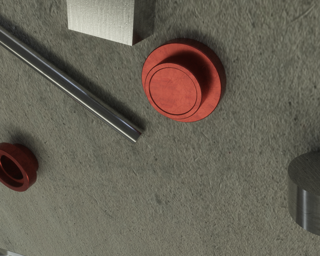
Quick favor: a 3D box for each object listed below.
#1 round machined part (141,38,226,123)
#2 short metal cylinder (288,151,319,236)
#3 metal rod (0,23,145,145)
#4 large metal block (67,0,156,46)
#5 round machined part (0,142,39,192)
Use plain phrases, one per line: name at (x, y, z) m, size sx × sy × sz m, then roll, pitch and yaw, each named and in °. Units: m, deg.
round machined part at (0.022, -0.049, 0.354) m, size 0.098 × 0.042 × 0.097 m, roll 13°, pitch 124°, yaw 21°
short metal cylinder at (0.175, 0.066, 0.320) m, size 0.080 × 0.080 × 0.050 m, roll 3°, pitch 120°, yaw 27°
metal rod at (-0.149, -0.075, 0.438) m, size 0.300 × 0.025 × 0.025 m, roll 36°, pitch 129°, yaw 3°
large metal block at (-0.051, -0.142, 0.330) m, size 0.080 × 0.050 × 0.079 m, roll 19°, pitch 126°, yaw 17°
round machined part at (-0.269, 0.068, 0.580) m, size 0.098 × 0.042 × 0.097 m, roll 13°, pitch 124°, yaw 21°
